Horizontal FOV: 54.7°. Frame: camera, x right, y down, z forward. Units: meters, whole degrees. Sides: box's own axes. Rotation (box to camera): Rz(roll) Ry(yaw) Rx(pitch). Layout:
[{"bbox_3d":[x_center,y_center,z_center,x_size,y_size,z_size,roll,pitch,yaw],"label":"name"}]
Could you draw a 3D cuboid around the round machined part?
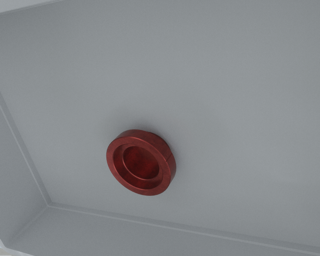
[{"bbox_3d":[-0.022,0.044,0.435,0.098,0.042,0.097,13,124,20],"label":"round machined part"}]
